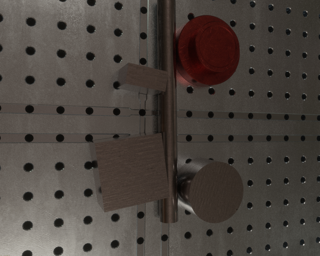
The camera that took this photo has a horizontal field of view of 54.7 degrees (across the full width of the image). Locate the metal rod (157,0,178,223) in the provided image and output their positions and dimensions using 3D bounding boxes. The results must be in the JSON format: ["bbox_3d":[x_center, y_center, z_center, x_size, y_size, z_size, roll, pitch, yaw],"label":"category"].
[{"bbox_3d":[0.010,-0.024,0.417,0.025,0.025,0.298,-1,90,-20],"label":"metal rod"}]

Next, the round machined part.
[{"bbox_3d":[0.070,-0.109,0.431,0.099,0.042,0.097,0,90,-21],"label":"round machined part"}]

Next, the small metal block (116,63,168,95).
[{"bbox_3d":[-0.024,-0.060,0.391,0.050,0.050,0.025,9,87,-20],"label":"small metal block"}]

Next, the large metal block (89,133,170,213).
[{"bbox_3d":[-0.039,0.051,0.386,0.081,0.050,0.079,-8,93,-20],"label":"large metal block"}]

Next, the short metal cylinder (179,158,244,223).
[{"bbox_3d":[0.066,0.083,0.425,0.081,0.050,0.079,0,90,-21],"label":"short metal cylinder"}]
